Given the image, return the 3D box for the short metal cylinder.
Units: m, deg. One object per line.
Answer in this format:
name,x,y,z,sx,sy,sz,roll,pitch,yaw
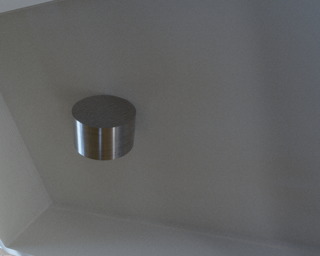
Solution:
short metal cylinder,-0.073,-0.002,0.409,0.080,0.080,0.050,19,126,17
